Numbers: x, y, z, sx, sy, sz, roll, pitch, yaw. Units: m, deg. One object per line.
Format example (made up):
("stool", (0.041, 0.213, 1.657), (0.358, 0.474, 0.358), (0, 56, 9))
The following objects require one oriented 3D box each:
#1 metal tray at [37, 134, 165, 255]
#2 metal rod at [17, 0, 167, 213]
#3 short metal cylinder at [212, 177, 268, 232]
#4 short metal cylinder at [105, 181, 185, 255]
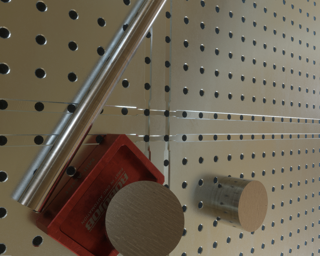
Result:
("metal tray", (-0.060, 0.081, 0.355), (0.090, 0.030, 0.130), (50, 60, -28))
("metal rod", (-0.064, -0.049, 0.354), (0.025, 0.025, 0.300), (41, 65, -33))
("short metal cylinder", (0.130, 0.122, 0.502), (0.081, 0.050, 0.080), (0, 90, -40))
("short metal cylinder", (-0.019, 0.102, 0.336), (0.081, 0.050, 0.080), (4, 65, -9))
